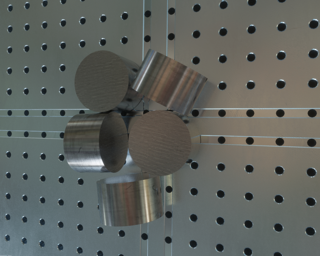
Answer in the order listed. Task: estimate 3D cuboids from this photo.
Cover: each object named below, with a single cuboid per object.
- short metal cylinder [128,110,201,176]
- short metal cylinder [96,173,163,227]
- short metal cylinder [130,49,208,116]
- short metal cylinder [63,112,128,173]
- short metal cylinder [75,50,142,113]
[{"bbox_3d":[0.007,0.018,0.397,0.080,0.050,0.079,0,91,19],"label":"short metal cylinder"},{"bbox_3d":[-0.038,0.089,0.396,0.080,0.080,0.050,-7,88,20],"label":"short metal cylinder"},{"bbox_3d":[0.011,-0.056,0.379,0.080,0.080,0.050,30,99,17],"label":"short metal cylinder"},{"bbox_3d":[-0.083,0.019,0.413,0.050,0.080,0.080,-2,89,19],"label":"short metal cylinder"},{"bbox_3d":[-0.068,-0.060,0.423,0.080,0.050,0.079,0,90,21],"label":"short metal cylinder"}]
